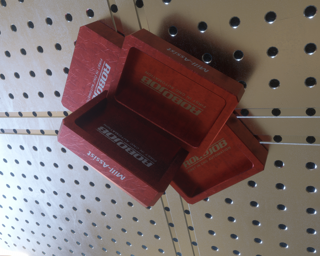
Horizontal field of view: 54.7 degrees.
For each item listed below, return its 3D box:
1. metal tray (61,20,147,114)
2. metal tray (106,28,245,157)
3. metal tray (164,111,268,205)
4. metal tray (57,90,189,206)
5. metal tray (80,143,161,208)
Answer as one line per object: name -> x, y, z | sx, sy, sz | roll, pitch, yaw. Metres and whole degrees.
metal tray -> -0.073, -0.060, 0.407 | 0.090, 0.030, 0.129 | 33, 129, 5
metal tray -> 0.012, -0.037, 0.338 | 0.130, 0.030, 0.089 | 31, 128, 7
metal tray -> 0.057, 0.038, 0.398 | 0.090, 0.030, 0.129 | 47, 129, -6
metal tray -> -0.038, 0.018, 0.359 | 0.130, 0.090, 0.030 | 35, 129, 4
metal tray -> -0.056, 0.058, 0.447 | 0.130, 0.030, 0.090 | 36, 154, 3
